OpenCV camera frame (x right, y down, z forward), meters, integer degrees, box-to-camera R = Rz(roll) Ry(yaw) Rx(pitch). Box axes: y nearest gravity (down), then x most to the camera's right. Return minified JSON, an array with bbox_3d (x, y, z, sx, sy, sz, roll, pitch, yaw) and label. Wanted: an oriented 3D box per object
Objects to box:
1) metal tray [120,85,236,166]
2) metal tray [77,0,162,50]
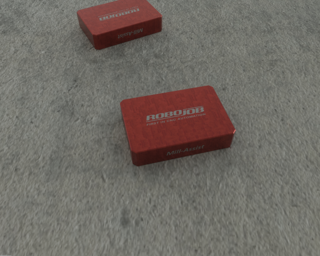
[{"bbox_3d":[0.020,-0.006,0.406,0.131,0.030,0.090,-11,51,-10],"label":"metal tray"},{"bbox_3d":[-0.073,-0.195,0.563,0.131,0.030,0.090,-22,54,-18],"label":"metal tray"}]
